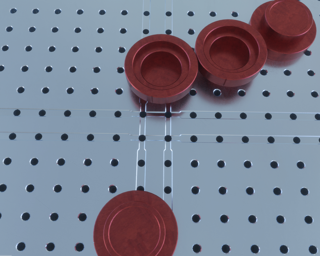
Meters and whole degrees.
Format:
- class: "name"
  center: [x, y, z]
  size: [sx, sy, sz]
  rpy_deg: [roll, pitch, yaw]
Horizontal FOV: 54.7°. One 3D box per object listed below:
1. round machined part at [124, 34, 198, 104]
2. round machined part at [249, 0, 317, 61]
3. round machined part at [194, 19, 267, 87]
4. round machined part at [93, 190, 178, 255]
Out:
- class: "round machined part"
  center: [0.002, -0.078, 0.431]
  size: [0.099, 0.042, 0.098]
  rpy_deg: [0, 70, 0]
- class: "round machined part"
  center: [0.184, -0.153, 0.461]
  size: [0.099, 0.042, 0.098]
  rpy_deg: [0, 70, -1]
- class: "round machined part"
  center: [0.097, -0.102, 0.441]
  size: [0.099, 0.042, 0.098]
  rpy_deg: [0, 70, 0]
- class: "round machined part"
  center: [-0.028, 0.121, 0.358]
  size: [0.099, 0.042, 0.098]
  rpy_deg: [0, 70, -1]
